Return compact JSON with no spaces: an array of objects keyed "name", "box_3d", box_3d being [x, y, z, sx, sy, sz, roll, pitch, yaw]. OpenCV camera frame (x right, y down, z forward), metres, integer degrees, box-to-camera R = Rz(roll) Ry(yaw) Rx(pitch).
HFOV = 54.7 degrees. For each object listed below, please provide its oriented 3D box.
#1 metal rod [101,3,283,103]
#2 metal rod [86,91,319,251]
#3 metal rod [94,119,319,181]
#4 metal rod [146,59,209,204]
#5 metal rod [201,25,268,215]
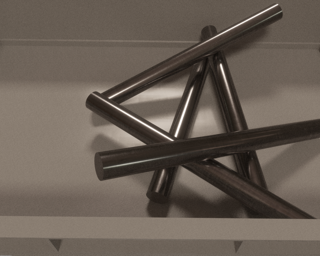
[{"name":"metal rod","box_3d":[0.041,-0.100,0.443,0.301,0.025,0.025,-28,55,-5]},{"name":"metal rod","box_3d":[0.035,0.034,0.343,0.300,0.025,0.025,30,56,21]},{"name":"metal rod","box_3d":[0.080,0.017,0.338,0.303,0.025,0.025,-7,49,-28]},{"name":"metal rod","box_3d":[0.040,-0.033,0.433,0.025,0.025,0.300,13,51,10]},{"name":"metal rod","box_3d":[0.094,-0.034,0.417,0.025,0.025,0.299,-4,55,-4]}]
